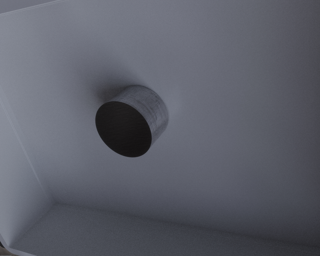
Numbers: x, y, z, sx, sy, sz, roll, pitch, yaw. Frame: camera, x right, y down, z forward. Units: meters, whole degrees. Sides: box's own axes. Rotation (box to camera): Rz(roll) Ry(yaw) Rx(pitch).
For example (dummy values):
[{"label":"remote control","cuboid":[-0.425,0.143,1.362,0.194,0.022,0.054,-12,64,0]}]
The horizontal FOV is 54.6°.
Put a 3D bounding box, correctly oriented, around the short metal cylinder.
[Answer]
[{"label":"short metal cylinder","cuboid":[-0.036,-0.009,0.404,0.080,0.050,0.080,13,124,21]}]
